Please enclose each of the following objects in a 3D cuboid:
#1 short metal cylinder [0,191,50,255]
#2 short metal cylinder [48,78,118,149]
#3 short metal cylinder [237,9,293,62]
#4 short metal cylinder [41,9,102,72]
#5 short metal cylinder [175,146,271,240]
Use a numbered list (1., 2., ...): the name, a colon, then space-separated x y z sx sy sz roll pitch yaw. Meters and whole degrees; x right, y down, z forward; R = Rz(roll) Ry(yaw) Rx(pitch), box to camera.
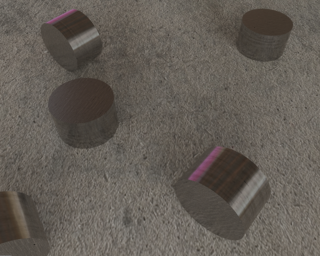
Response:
1. short metal cylinder: -0.148 0.103 0.280 0.081 0.080 0.050 -24 54 -19
2. short metal cylinder: -0.097 -0.020 0.403 0.080 0.050 0.080 0 50 0
3. short metal cylinder: 0.174 -0.156 0.519 0.080 0.050 0.080 0 50 0
4. short metal cylinder: -0.136 -0.135 0.480 0.080 0.080 0.050 32 57 24
5. short metal cylinder: 0.062 0.065 0.313 0.080 0.080 0.050 33 57 24
